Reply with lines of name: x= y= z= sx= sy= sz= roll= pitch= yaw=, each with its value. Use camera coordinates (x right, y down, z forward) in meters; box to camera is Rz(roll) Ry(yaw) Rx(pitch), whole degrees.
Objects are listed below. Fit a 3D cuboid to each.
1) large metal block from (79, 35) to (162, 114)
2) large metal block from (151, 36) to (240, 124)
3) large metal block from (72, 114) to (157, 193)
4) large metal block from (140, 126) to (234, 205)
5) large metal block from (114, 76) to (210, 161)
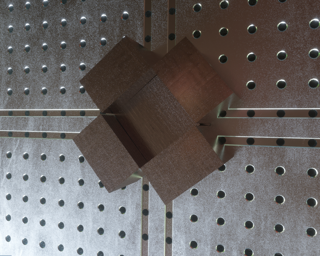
large metal block: x=-0.040 y=-0.062 z=0.398 sx=0.080 sy=0.080 sz=0.050 roll=-40 pitch=77 yaw=16
large metal block: x=0.046 y=-0.052 z=0.368 sx=0.050 sy=0.080 sz=0.080 roll=-40 pitch=78 yaw=15
large metal block: x=-0.051 y=0.029 z=0.402 sx=0.050 sy=0.080 sz=0.080 roll=-40 pitch=78 yaw=16
large metal block: x=0.036 y=0.041 z=0.372 sx=0.080 sy=0.080 sz=0.050 roll=-39 pitch=78 yaw=16
large metal block: x=0.003 y=-0.011 z=0.397 sx=0.080 sy=0.050 sz=0.080 roll=-40 pitch=76 yaw=17
